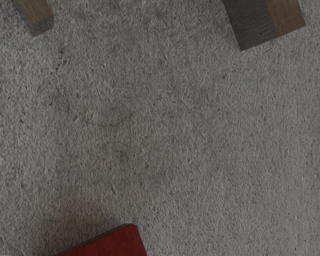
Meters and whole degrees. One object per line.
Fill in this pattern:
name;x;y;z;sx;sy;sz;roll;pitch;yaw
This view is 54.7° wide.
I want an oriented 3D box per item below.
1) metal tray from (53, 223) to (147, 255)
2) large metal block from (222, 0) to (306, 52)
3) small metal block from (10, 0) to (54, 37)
metal tray;-0.075;0.177;0.355;0.131;0.030;0.090;-17;82;-30
large metal block;0.142;-0.162;0.432;0.050;0.080;0.080;-26;99;-18
small metal block;-0.143;-0.135;0.343;0.025;0.050;0.050;-34;101;-17
